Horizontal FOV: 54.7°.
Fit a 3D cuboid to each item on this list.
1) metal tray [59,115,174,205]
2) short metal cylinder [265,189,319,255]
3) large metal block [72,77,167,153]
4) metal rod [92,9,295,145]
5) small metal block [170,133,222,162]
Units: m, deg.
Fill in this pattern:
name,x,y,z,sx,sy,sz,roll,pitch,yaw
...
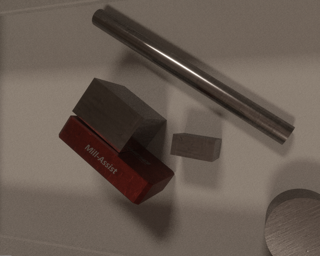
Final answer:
name,x,y,z,sx,sy,sz,roll,pitch,yaw
metal tray,-0.052,0.035,0.393,0.130,0.090,0.030,38,102,15
short metal cylinder,0.158,0.111,0.341,0.080,0.050,0.079,0,90,19
large metal block,-0.049,-0.016,0.397,0.080,0.080,0.050,39,102,15
metal rod,0.031,-0.074,0.399,0.300,0.025,0.025,35,101,16
small metal block,0.046,0.023,0.381,0.050,0.050,0.025,9,93,19
